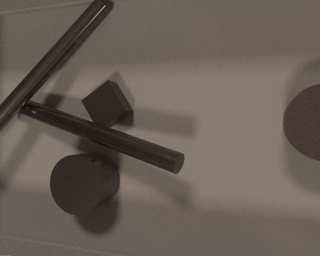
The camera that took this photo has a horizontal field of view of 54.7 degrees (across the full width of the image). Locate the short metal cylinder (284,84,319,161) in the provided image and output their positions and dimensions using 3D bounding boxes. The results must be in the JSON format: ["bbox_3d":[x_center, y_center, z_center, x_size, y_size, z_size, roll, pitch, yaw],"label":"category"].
[{"bbox_3d":[0.177,-0.006,0.335,0.080,0.050,0.079,0,90,19],"label":"short metal cylinder"}]

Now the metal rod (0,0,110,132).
[{"bbox_3d":[-0.183,-0.067,0.448,0.025,0.025,0.300,45,94,14],"label":"metal rod"}]

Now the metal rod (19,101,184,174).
[{"bbox_3d":[-0.105,0.000,0.422,0.300,0.025,0.025,18,96,27],"label":"metal rod"}]

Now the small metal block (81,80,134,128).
[{"bbox_3d":[-0.074,-0.031,0.435,0.050,0.025,0.050,-34,79,16],"label":"small metal block"}]

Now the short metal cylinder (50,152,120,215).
[{"bbox_3d":[-0.104,0.075,0.432,0.080,0.050,0.079,0,90,19],"label":"short metal cylinder"}]
